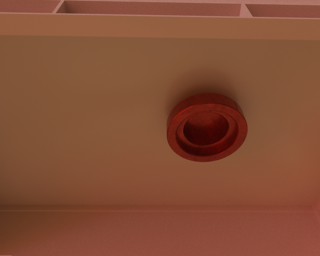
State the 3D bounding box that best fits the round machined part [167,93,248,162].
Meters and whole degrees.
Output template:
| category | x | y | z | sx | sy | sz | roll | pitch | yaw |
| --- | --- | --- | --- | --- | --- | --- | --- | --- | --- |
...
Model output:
| category | x | y | z | sx | sy | sz | roll | pitch | yaw |
| --- | --- | --- | --- | --- | --- | --- | --- | --- | --- |
| round machined part | 0.058 | -0.005 | 0.395 | 0.099 | 0.042 | 0.097 | -1 | 130 | 0 |
